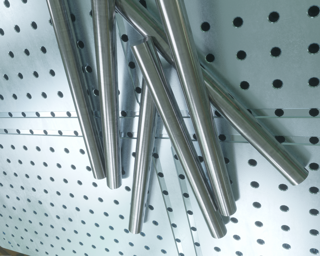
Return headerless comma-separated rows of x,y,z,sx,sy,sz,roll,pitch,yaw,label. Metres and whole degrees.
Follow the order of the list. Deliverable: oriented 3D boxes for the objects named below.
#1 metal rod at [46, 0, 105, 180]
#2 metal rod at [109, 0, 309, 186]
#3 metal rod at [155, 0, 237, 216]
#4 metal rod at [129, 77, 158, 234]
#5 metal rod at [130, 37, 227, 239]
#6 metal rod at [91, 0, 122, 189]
-0.114,-0.053,0.439,0.025,0.025,0.298,7,122,25,metal rod
0.055,-0.047,0.353,0.300,0.025,0.025,44,129,-3,metal rod
0.050,-0.006,0.354,0.025,0.025,0.299,-1,126,29,metal rod
-0.025,0.053,0.458,0.025,0.025,0.298,20,126,16,metal rod
0.033,0.031,0.397,0.025,0.025,0.299,-7,120,31,metal rod
-0.067,-0.026,0.414,0.025,0.025,0.298,18,131,17,metal rod
